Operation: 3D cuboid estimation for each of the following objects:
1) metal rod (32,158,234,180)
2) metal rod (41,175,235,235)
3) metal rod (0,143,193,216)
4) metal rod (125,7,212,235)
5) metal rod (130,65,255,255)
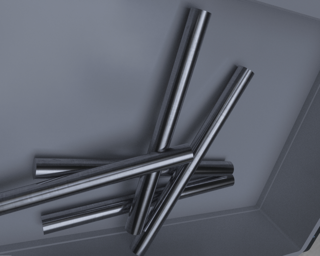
[{"bbox_3d":[-0.016,0.057,0.435,0.302,0.025,0.025,4,116,-31],"label":"metal rod"},{"bbox_3d":[-0.017,0.107,0.465,0.303,0.025,0.025,-8,122,-25],"label":"metal rod"},{"bbox_3d":[-0.104,0.066,0.359,0.302,0.025,0.025,-14,125,-15],"label":"metal rod"},{"bbox_3d":[0.005,0.004,0.391,0.025,0.025,0.298,7,109,-32],"label":"metal rod"},{"bbox_3d":[0.043,0.049,0.436,0.025,0.025,0.299,27,95,-38],"label":"metal rod"}]
